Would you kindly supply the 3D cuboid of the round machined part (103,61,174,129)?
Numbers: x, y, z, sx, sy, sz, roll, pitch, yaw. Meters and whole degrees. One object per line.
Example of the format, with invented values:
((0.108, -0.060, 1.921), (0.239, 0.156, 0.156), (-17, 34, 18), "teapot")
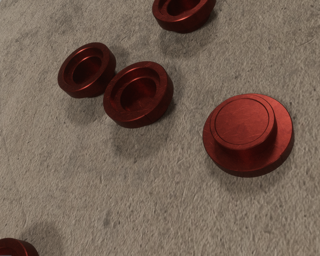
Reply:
((-0.026, -0.041, 0.431), (0.098, 0.042, 0.098), (-13, 56, 20), "round machined part")

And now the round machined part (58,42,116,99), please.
((-0.113, -0.088, 0.504), (0.098, 0.042, 0.098), (-13, 56, 20), "round machined part")

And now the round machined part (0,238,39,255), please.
((-0.181, 0.187, 0.372), (0.098, 0.042, 0.098), (-13, 56, 20), "round machined part")

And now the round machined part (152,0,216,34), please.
((0.041, -0.188, 0.486), (0.098, 0.042, 0.098), (-13, 56, 20), "round machined part")

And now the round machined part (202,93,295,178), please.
((0.094, 0.002, 0.342), (0.098, 0.042, 0.098), (-13, 56, 20), "round machined part")
